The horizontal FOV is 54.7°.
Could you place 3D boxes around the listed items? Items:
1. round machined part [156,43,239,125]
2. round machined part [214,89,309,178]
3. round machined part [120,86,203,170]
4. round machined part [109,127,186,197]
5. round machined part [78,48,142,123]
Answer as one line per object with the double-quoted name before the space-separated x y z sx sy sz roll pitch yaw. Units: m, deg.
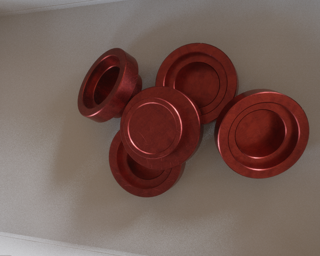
"round machined part" 0.048 -0.052 0.384 0.098 0.042 0.097 0 90 19
"round machined part" 0.110 0.004 0.349 0.099 0.042 0.097 -1 106 -2
"round machined part" -0.002 0.000 0.357 0.098 0.042 0.097 0 91 19
"round machined part" -0.013 0.038 0.405 0.098 0.042 0.097 0 90 19
"round machined part" -0.061 -0.052 0.406 0.098 0.042 0.098 -25 51 36
